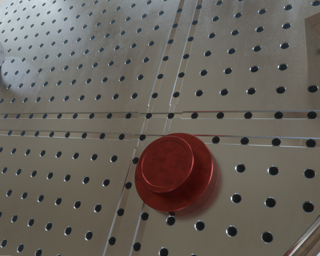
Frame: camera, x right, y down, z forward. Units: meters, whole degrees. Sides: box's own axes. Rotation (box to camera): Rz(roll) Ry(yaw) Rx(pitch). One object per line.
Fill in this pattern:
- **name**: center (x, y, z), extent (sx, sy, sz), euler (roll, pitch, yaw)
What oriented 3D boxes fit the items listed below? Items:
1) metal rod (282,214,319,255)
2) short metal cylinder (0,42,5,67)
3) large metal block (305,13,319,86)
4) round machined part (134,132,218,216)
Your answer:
- **metal rod**: center (0.195, 0.043, 0.279), extent (0.300, 0.025, 0.025), euler (-45, 51, -4)
- **short metal cylinder**: center (-0.392, -0.164, 0.675), extent (0.050, 0.080, 0.080), euler (-1, 62, 28)
- **large metal block**: center (0.203, -0.086, 0.319), extent (0.080, 0.080, 0.050), euler (-22, 54, 15)
- **round machined part**: center (0.013, 0.048, 0.360), extent (0.098, 0.042, 0.098), euler (-13, 56, 20)
